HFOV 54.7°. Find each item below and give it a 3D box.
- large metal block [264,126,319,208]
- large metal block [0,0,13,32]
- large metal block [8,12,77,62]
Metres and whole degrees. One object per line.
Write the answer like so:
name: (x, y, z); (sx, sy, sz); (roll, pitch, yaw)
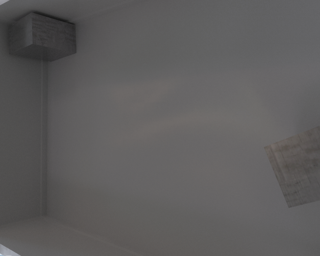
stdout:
large metal block: (0.145, 0.023, 0.251); (0.080, 0.081, 0.050); (-29, 72, 36)
large metal block: (-0.393, -0.257, 0.699); (0.080, 0.081, 0.050); (-8, 85, 40)
large metal block: (-0.205, -0.154, 0.540); (0.080, 0.081, 0.050); (-4, 87, 40)
